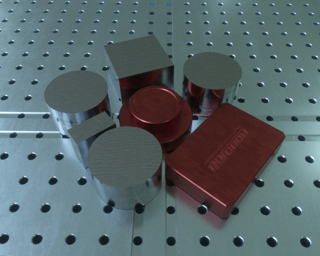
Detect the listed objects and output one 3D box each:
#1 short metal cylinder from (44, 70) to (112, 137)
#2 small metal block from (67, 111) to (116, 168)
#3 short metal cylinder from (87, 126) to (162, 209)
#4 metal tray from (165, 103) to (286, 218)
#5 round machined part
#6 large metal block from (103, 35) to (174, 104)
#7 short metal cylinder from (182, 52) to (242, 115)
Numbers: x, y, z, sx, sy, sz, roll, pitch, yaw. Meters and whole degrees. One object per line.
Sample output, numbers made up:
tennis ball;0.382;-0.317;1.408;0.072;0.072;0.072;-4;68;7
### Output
short metal cylinder;-0.107;-0.032;0.417;0.080;0.050;0.080;0;50;0
small metal block;-0.079;0.015;0.377;0.050;0.050;0.025;-30;56;-23
short metal cylinder;-0.038;0.044;0.353;0.080;0.050;0.080;0;50;0
metal tray;0.079;0.032;0.376;0.090;0.030;0.131;33;57;25
round machined part;-0.006;-0.019;0.411;0.099;0.042;0.098;0;50;0
large metal block;-0.032;-0.090;0.466;0.081;0.050;0.080;-17;52;-14
short metal cylinder;0.072;-0.064;0.445;0.080;0.050;0.080;0;50;0
